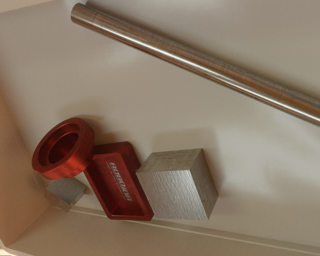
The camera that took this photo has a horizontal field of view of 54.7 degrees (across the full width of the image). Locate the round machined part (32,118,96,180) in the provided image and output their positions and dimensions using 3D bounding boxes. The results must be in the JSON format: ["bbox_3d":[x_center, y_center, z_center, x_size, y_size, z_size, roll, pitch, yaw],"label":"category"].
[{"bbox_3d":[-0.136,0.035,0.458,0.098,0.098,0.042,-8,137,31],"label":"round machined part"}]

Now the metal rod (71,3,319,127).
[{"bbox_3d":[0.033,-0.075,0.343,0.301,0.025,0.025,25,127,12],"label":"metal rod"}]

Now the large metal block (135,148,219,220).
[{"bbox_3d":[0.025,0.078,0.426,0.080,0.050,0.080,-8,115,31],"label":"large metal block"}]

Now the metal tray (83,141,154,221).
[{"bbox_3d":[-0.066,0.087,0.492,0.090,0.030,0.129,-9,115,31],"label":"metal tray"}]

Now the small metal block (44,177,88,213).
[{"bbox_3d":[-0.166,0.112,0.547,0.050,0.050,0.025,32,128,7],"label":"small metal block"}]
